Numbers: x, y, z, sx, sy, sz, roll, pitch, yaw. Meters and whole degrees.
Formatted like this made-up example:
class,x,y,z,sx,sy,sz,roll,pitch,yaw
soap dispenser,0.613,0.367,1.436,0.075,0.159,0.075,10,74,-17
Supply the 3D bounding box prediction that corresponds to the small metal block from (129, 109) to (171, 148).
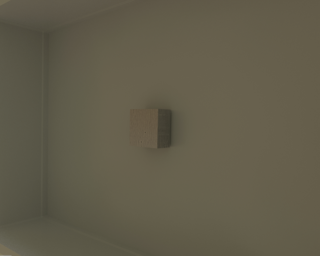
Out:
class,x,y,z,sx,sy,sz,roll,pitch,yaw
small metal block,-0.014,0.000,0.415,0.050,0.025,0.050,2,92,40
